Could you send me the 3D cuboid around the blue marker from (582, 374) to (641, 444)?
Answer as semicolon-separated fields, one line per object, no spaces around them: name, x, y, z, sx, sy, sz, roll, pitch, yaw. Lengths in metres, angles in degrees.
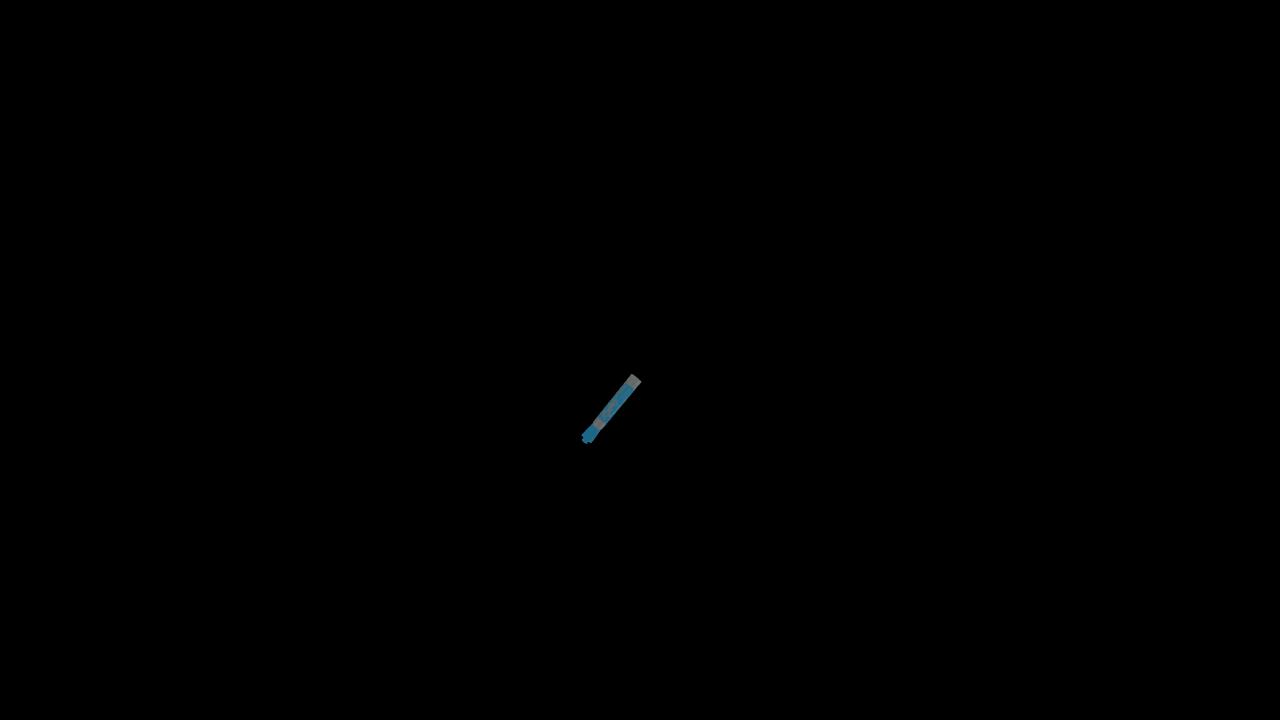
blue marker;-0.043;0.072;0.889;0.020;0.121;0.020;39;2;-2
